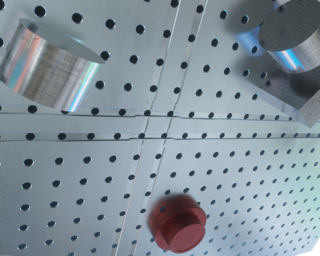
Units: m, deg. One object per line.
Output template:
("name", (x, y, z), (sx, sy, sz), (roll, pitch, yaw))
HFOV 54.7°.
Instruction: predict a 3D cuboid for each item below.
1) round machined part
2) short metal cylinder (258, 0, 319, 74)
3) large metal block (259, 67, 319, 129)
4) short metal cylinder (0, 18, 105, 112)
("round machined part", (0.038, 0.174, 0.529), (0.099, 0.042, 0.097), (-14, 124, -21))
("short metal cylinder", (0.176, -0.118, 0.398), (0.050, 0.080, 0.080), (33, 100, -38))
("large metal block", (0.210, -0.059, 0.453), (0.080, 0.080, 0.050), (-47, 129, 4))
("short metal cylinder", (-0.099, -0.057, 0.286), (0.080, 0.080, 0.050), (20, 108, -36))
